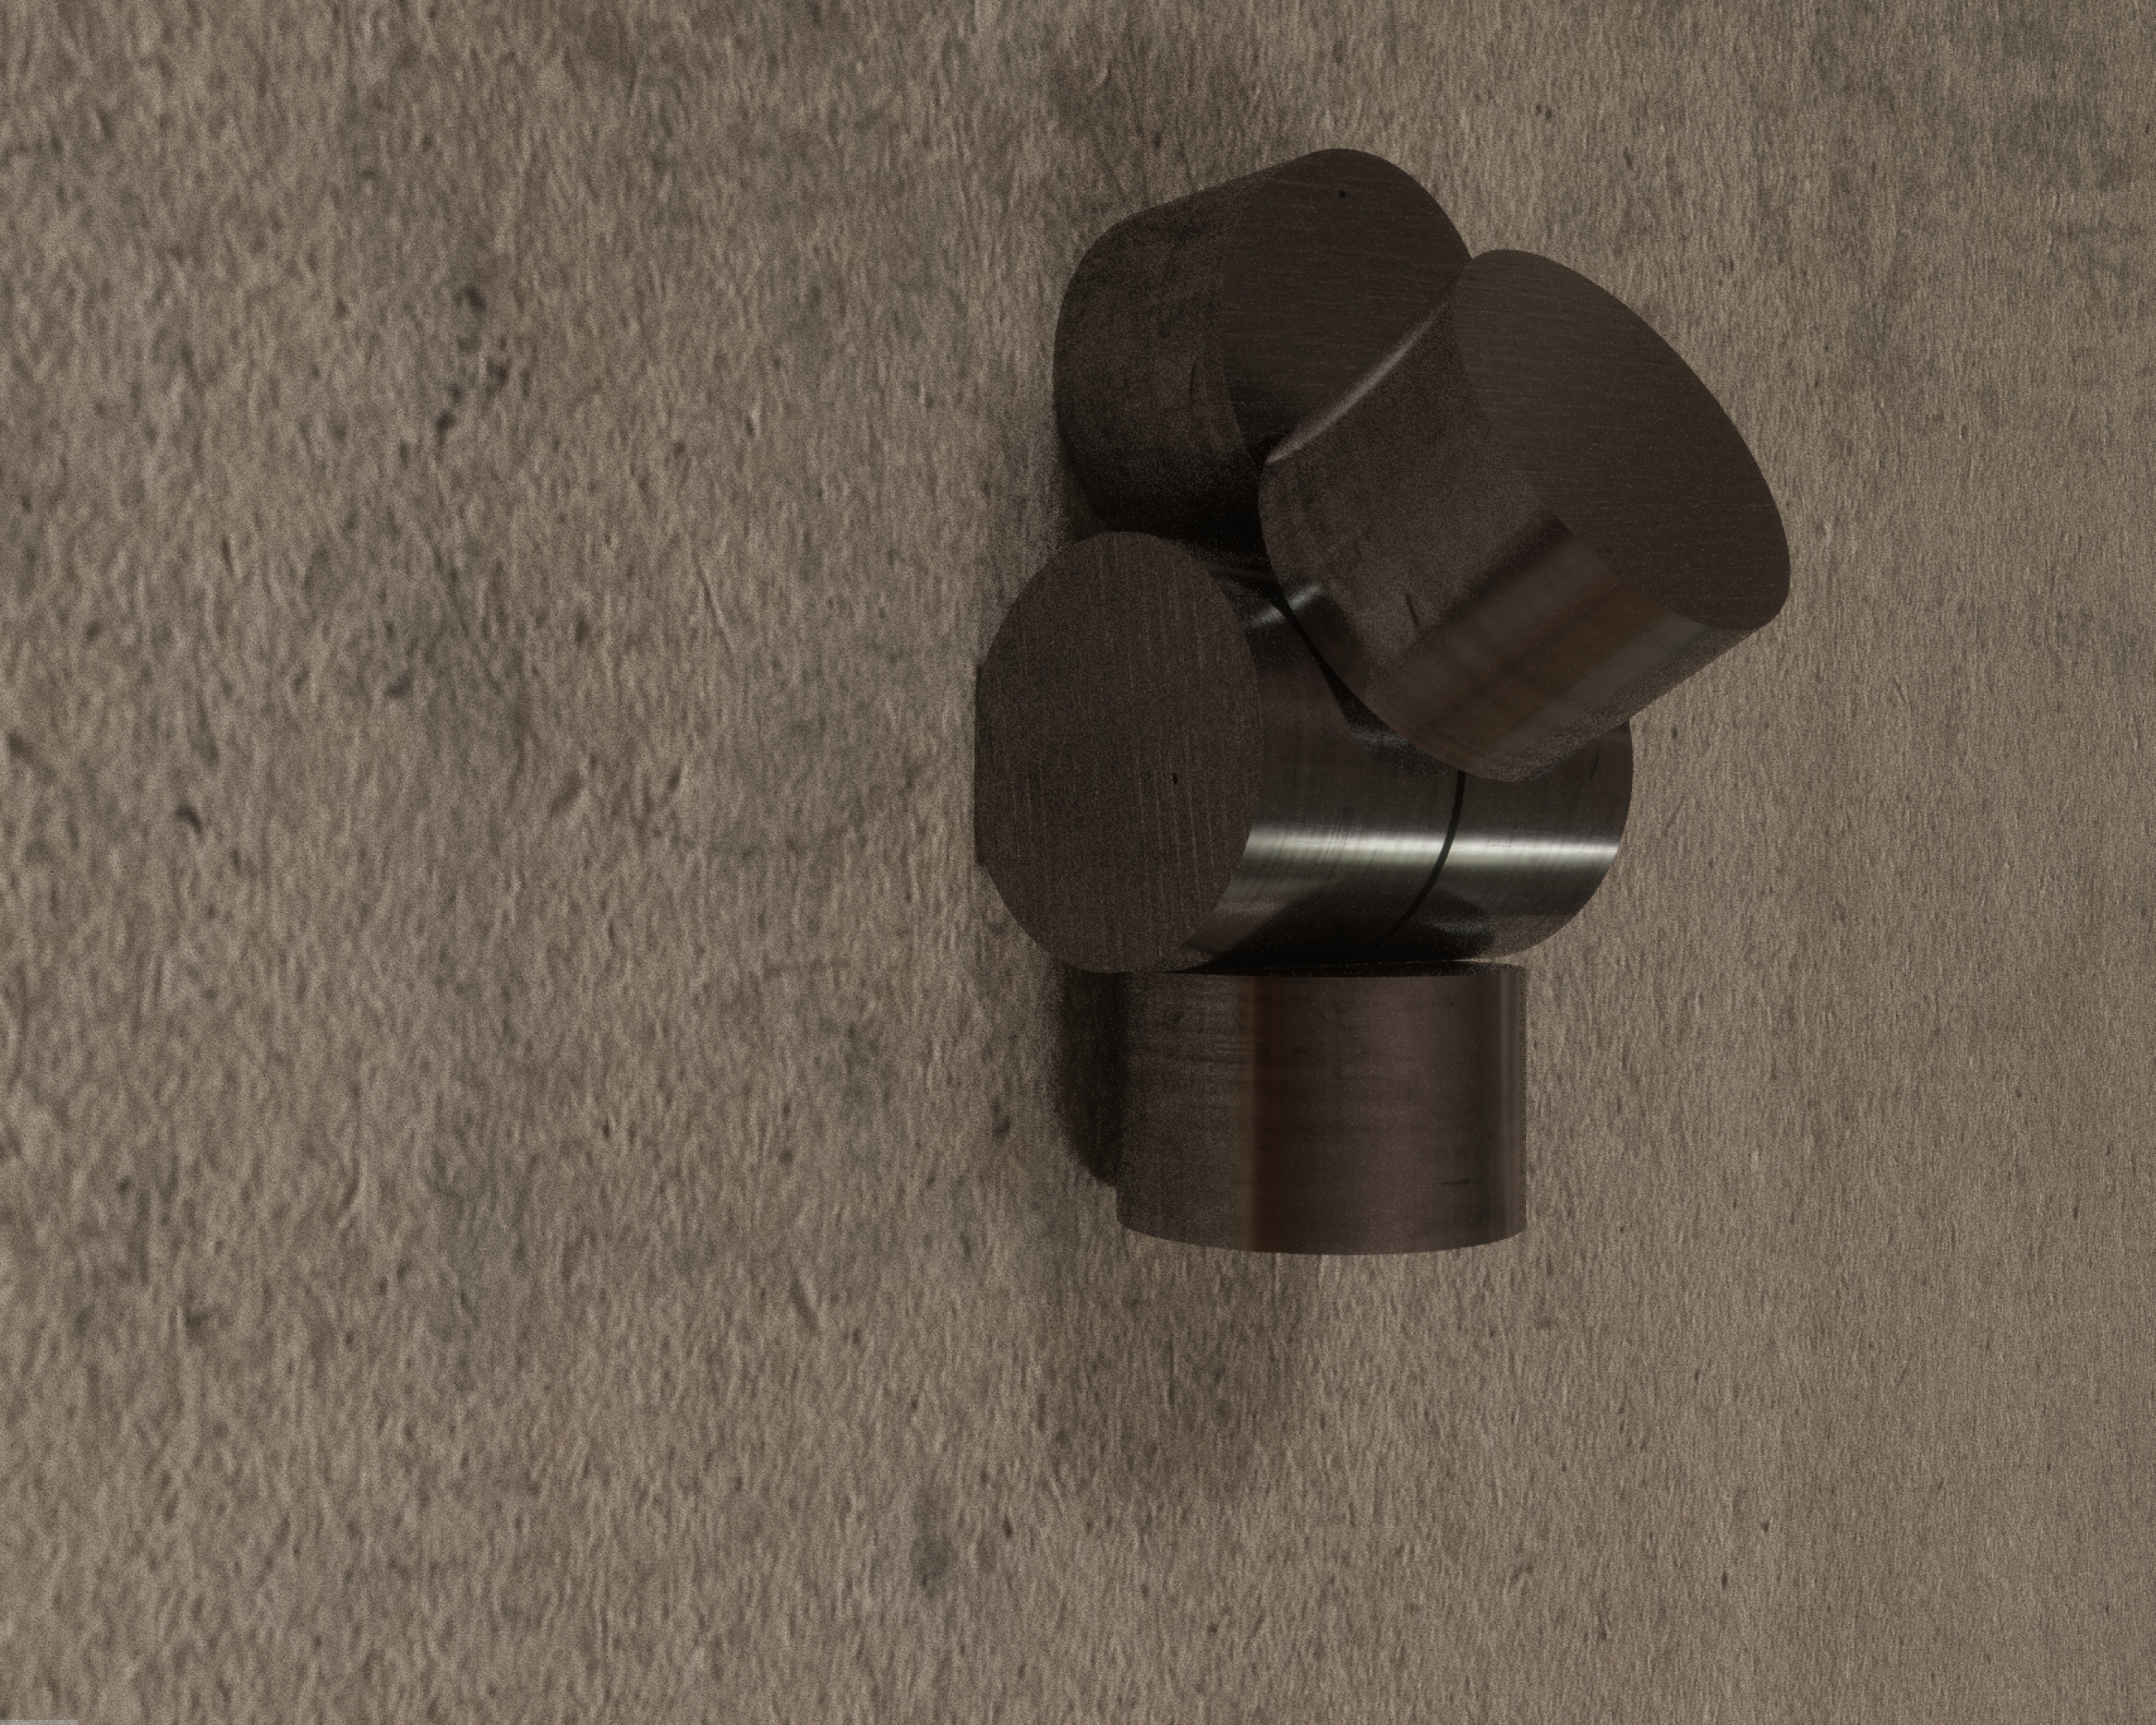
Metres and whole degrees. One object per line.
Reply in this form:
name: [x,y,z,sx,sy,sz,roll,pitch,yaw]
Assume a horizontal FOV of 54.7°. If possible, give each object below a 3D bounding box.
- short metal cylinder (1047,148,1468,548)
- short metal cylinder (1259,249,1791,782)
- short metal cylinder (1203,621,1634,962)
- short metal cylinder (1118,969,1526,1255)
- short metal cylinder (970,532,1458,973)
short metal cylinder: [0.041,-0.099,0.427,0.081,0.050,0.079,0,90,-40]
short metal cylinder: [0.080,-0.061,0.373,0.080,0.050,0.080,22,49,-28]
short metal cylinder: [0.065,-0.019,0.426,0.050,0.080,0.079,0,90,-40]
short metal cylinder: [0.048,0.045,0.413,0.081,0.080,0.050,0,90,-40]
short metal cylinder: [0.024,-0.020,0.393,0.050,0.080,0.079,1,90,-41]
